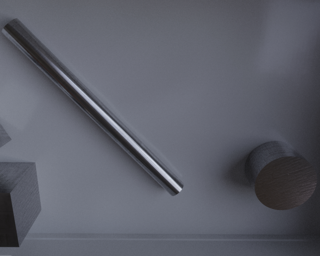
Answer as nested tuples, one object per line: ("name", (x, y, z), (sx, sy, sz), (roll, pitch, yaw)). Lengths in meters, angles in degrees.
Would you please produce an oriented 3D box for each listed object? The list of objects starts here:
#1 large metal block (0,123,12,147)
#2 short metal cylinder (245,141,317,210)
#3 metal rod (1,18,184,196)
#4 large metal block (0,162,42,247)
("large metal block", (-0.243, 0.016, 0.369), (0.080, 0.080, 0.050), (-36, 88, -4))
("short metal cylinder", (0.163, 0.064, 0.424), (0.081, 0.050, 0.079), (0, 110, -1))
("metal rod", (-0.076, -0.016, 0.404), (0.025, 0.025, 0.300), (-40, 106, 13))
("large metal block", (-0.203, 0.100, 0.416), (0.050, 0.080, 0.079), (1, 110, -1))
